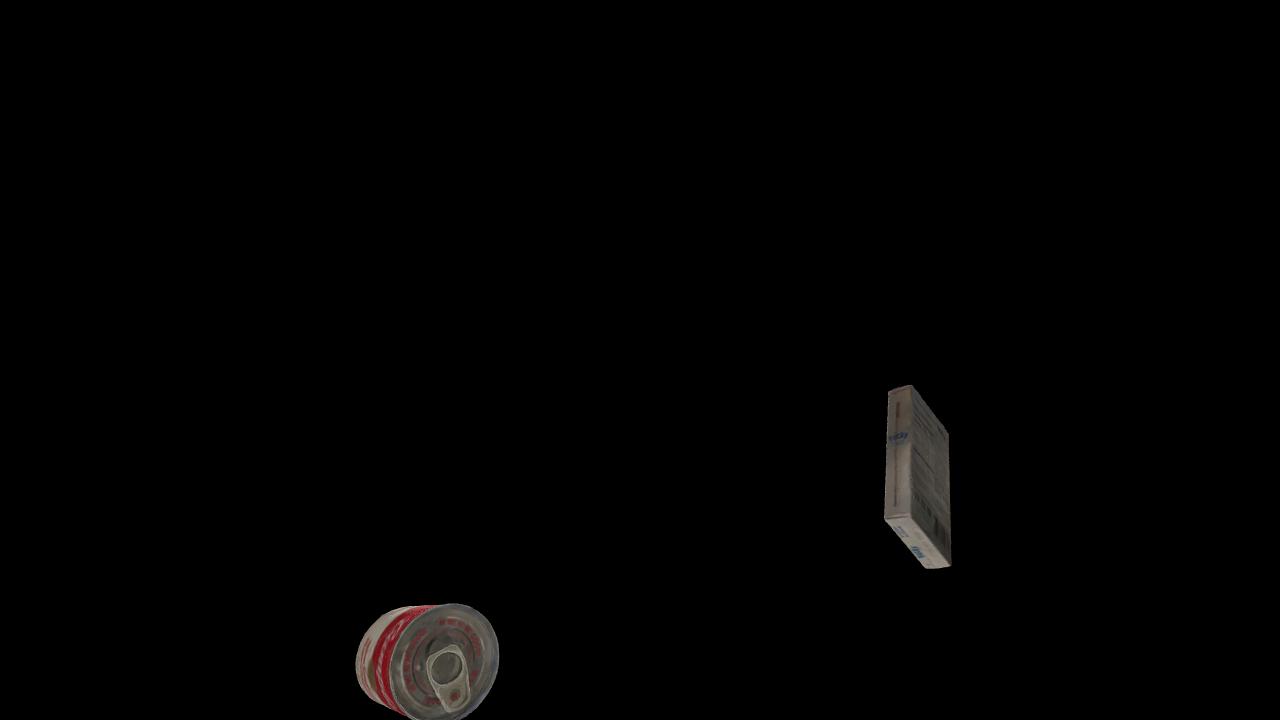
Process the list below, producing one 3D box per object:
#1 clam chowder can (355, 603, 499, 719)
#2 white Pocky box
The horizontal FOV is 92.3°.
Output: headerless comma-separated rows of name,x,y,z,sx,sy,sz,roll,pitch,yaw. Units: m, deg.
clam chowder can,-0.145,0.200,0.412,0.068,0.068,0.102,0,-18,-36
white Pocky box,0.261,0.105,0.575,0.028,0.154,0.084,-24,-60,40
